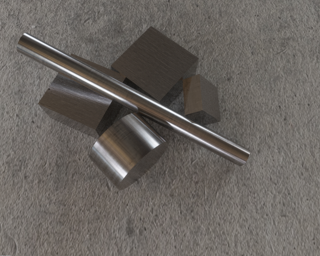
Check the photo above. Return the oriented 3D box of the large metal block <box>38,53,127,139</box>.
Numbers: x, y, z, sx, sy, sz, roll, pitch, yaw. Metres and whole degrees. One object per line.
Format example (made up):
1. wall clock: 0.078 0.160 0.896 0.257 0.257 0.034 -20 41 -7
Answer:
1. large metal block: -0.096 -0.039 0.410 0.080 0.050 0.080 24 72 8

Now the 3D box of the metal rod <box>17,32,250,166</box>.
1. metal rod: -0.025 -0.030 0.377 0.301 0.025 0.025 27 72 -8

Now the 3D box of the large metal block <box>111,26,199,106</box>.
1. large metal block: -0.006 -0.077 0.421 0.080 0.050 0.080 38 74 12

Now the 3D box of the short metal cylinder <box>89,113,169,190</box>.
1. short metal cylinder: -0.036 0.028 0.369 0.080 0.080 0.050 -42 76 -14

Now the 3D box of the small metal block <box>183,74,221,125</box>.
1. small metal block: 0.055 -0.036 0.407 0.025 0.050 0.050 -15 66 33
